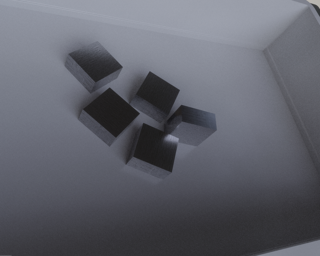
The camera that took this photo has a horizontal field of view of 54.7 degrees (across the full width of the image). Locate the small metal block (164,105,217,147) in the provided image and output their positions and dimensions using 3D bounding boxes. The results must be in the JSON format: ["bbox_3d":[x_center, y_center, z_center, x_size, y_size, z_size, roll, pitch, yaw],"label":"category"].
[{"bbox_3d":[0.039,-0.002,0.411,0.050,0.050,0.025,13,56,-21],"label":"small metal block"}]

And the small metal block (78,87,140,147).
[{"bbox_3d":[-0.062,-0.014,0.381,0.050,0.025,0.050,41,51,0],"label":"small metal block"}]

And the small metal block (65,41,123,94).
[{"bbox_3d":[-0.087,-0.081,0.408,0.050,0.025,0.050,46,51,4],"label":"small metal block"}]

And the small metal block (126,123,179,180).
[{"bbox_3d":[-0.008,0.029,0.383,0.050,0.025,0.050,24,53,-14],"label":"small metal block"}]

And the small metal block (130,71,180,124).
[{"bbox_3d":[-0.007,-0.043,0.428,0.050,0.025,0.050,31,52,-8],"label":"small metal block"}]
